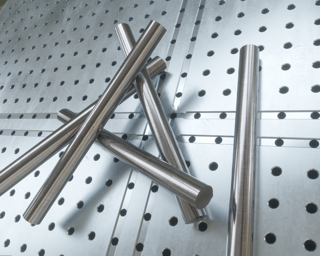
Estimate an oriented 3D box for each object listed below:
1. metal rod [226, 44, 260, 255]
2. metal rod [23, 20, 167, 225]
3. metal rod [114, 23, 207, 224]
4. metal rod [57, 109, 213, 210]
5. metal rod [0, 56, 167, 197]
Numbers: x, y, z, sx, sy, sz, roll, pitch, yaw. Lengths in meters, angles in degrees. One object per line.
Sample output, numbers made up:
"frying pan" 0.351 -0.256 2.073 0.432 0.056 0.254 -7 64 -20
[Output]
"metal rod" 0.093 0.030 0.341 0.025 0.025 0.300 -4 60 26
"metal rod" -0.084 -0.007 0.402 0.025 0.025 0.299 33 90 38
"metal rod" -0.009 -0.026 0.400 0.025 0.025 0.299 -27 61 11
"metal rod" -0.056 0.023 0.399 0.300 0.025 0.025 23 74 44
"metal rod" -0.107 -0.007 0.420 0.301 0.025 0.025 -40 49 -20
